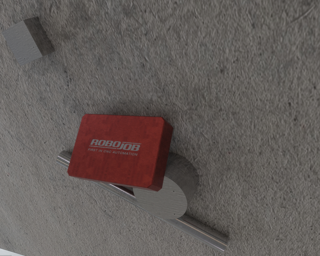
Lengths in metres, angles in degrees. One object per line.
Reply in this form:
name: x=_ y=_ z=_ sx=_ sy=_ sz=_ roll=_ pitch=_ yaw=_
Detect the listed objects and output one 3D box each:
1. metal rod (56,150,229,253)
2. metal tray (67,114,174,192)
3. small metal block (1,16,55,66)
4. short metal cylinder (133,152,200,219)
metal rod: x=-0.035 y=0.112 z=0.494 sx=0.301 sy=0.025 sz=0.025 roll=25 pitch=127 yaw=12
metal tray: x=-0.054 y=0.030 z=0.413 sx=0.130 sy=0.090 sz=0.030 roll=3 pitch=162 yaw=26
small metal block: x=-0.182 y=-0.119 z=0.429 sx=0.050 sy=0.025 sz=0.050 roll=-11 pitch=113 yaw=32
short metal cylinder: x=0.009 y=0.080 z=0.436 sx=0.080 sy=0.050 sz=0.079 roll=13 pitch=124 yaw=21
